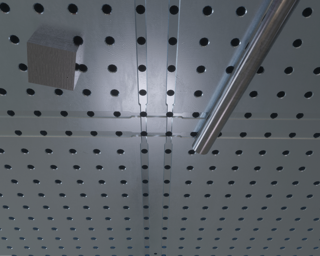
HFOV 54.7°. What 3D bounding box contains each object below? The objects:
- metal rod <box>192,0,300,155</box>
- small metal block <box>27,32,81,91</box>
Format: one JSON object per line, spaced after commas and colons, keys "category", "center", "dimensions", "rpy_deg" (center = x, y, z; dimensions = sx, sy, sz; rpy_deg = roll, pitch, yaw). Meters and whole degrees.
{"category": "metal rod", "center": [0.103, -0.080, 0.344], "dimensions": [0.025, 0.025, 0.298], "rpy_deg": [14, 129, -12]}
{"category": "small metal block", "center": [-0.119, -0.074, 0.348], "dimensions": [0.050, 0.025, 0.050], "rpy_deg": [10, 130, -9]}
